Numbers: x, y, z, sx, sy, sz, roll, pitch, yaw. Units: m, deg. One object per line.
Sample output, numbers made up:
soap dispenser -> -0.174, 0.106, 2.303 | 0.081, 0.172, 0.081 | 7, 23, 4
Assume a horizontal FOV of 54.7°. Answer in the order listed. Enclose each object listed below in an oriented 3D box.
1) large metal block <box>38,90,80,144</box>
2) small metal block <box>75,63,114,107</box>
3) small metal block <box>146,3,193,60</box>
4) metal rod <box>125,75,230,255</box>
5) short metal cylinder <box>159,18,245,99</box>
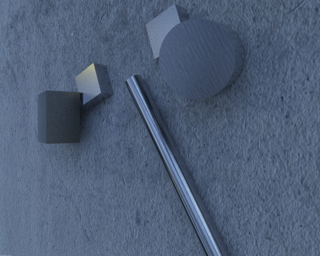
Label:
large metal block -> -0.167, -0.017, 0.507 | 0.080, 0.050, 0.079 | 0, 90, 60
small metal block -> -0.104, -0.067, 0.488 | 0.050, 0.025, 0.050 | -26, 74, 36
small metal block -> 0.014, -0.119, 0.392 | 0.050, 0.025, 0.050 | -23, 76, 37
metal rod -> 0.024, 0.060, 0.382 | 0.025, 0.025, 0.299 | -39, 67, 33
short metal cylinder -> 0.046, -0.075, 0.334 | 0.080, 0.050, 0.079 | 7, 107, 24
